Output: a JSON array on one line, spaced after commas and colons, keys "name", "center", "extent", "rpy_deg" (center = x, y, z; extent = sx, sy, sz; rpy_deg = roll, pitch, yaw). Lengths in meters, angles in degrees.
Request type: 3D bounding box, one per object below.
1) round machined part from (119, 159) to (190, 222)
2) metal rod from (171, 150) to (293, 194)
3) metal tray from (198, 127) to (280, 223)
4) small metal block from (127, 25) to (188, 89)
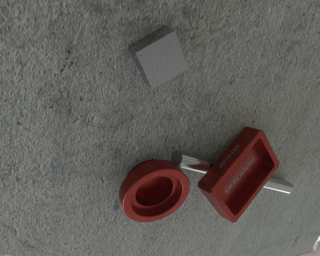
[{"name": "round machined part", "center": [-0.011, 0.084, 0.440], "extent": [0.099, 0.042, 0.097], "rpy_deg": [-13, 126, -18]}, {"name": "metal rod", "center": [0.141, 0.082, 0.537], "extent": [0.302, 0.025, 0.025], "rpy_deg": [18, 109, -36]}, {"name": "metal tray", "center": [0.128, 0.073, 0.491], "extent": [0.130, 0.030, 0.090], "rpy_deg": [-46, 122, -16]}, {"name": "small metal block", "center": [-0.002, -0.081, 0.357], "extent": [0.050, 0.025, 0.050], "rpy_deg": [-32, 129, -8]}]
